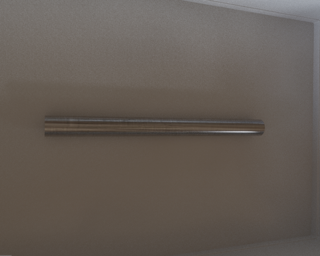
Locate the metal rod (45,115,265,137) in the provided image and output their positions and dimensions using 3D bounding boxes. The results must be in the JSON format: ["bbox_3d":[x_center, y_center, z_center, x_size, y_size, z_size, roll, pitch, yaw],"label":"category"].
[{"bbox_3d":[0.008,-0.001,0.412,0.303,0.025,0.025,0,90,-21],"label":"metal rod"}]
